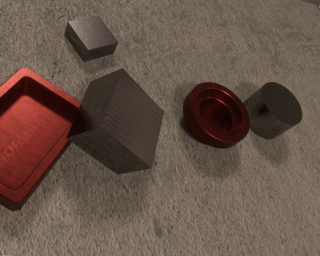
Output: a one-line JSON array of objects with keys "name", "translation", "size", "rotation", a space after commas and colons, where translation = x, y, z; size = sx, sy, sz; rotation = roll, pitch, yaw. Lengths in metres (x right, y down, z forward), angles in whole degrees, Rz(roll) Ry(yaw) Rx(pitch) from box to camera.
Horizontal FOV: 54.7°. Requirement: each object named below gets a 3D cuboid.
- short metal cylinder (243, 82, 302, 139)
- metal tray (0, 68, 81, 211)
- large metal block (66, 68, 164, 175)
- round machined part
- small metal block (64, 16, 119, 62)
[{"name": "short metal cylinder", "translation": [0.182, -0.028, 0.506], "size": [0.081, 0.050, 0.080], "rotation": [14, 56, -21]}, {"name": "metal tray", "translation": [-0.144, 0.006, 0.319], "size": [0.090, 0.030, 0.130], "rotation": [33, 51, -7]}, {"name": "large metal block", "translation": [-0.045, -0.005, 0.347], "size": [0.080, 0.050, 0.080], "rotation": [45, 43, -37]}, {"name": "round machined part", "translation": [0.076, -0.014, 0.444], "size": [0.099, 0.042, 0.098], "rotation": [14, 56, -21]}, {"name": "small metal block", "translation": [-0.095, -0.124, 0.430], "size": [0.050, 0.025, 0.050], "rotation": [-28, 78, -38]}]
